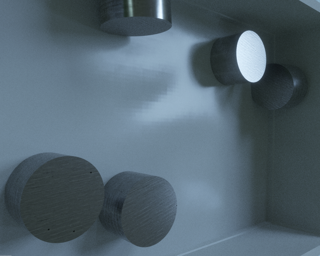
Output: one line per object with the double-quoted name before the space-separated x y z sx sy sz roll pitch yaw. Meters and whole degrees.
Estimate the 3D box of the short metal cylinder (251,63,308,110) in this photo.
"short metal cylinder" 0.212 -0.074 0.552 0.050 0.080 0.079 -8 95 -40

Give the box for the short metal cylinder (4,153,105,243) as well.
"short metal cylinder" -0.103 0.066 0.305 0.081 0.050 0.079 0 90 -40

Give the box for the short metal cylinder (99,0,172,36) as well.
"short metal cylinder" -0.028 -0.138 0.349 0.081 0.080 0.050 -5 94 -40

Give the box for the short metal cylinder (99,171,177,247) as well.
"short metal cylinder" -0.026 0.094 0.370 0.081 0.050 0.079 0 90 -40

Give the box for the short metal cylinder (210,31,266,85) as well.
"short metal cylinder" 0.127 -0.111 0.499 0.081 0.050 0.079 0 90 -40
